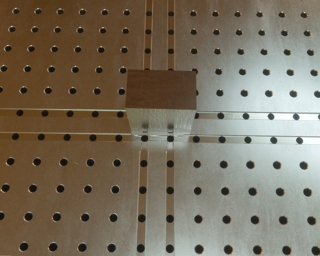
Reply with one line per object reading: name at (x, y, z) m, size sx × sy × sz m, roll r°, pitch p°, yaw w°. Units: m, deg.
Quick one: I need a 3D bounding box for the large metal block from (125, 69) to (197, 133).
large metal block at (0.002, -0.031, 0.394) m, size 0.080 × 0.080 × 0.050 m, roll 2°, pitch 70°, yaw 1°
